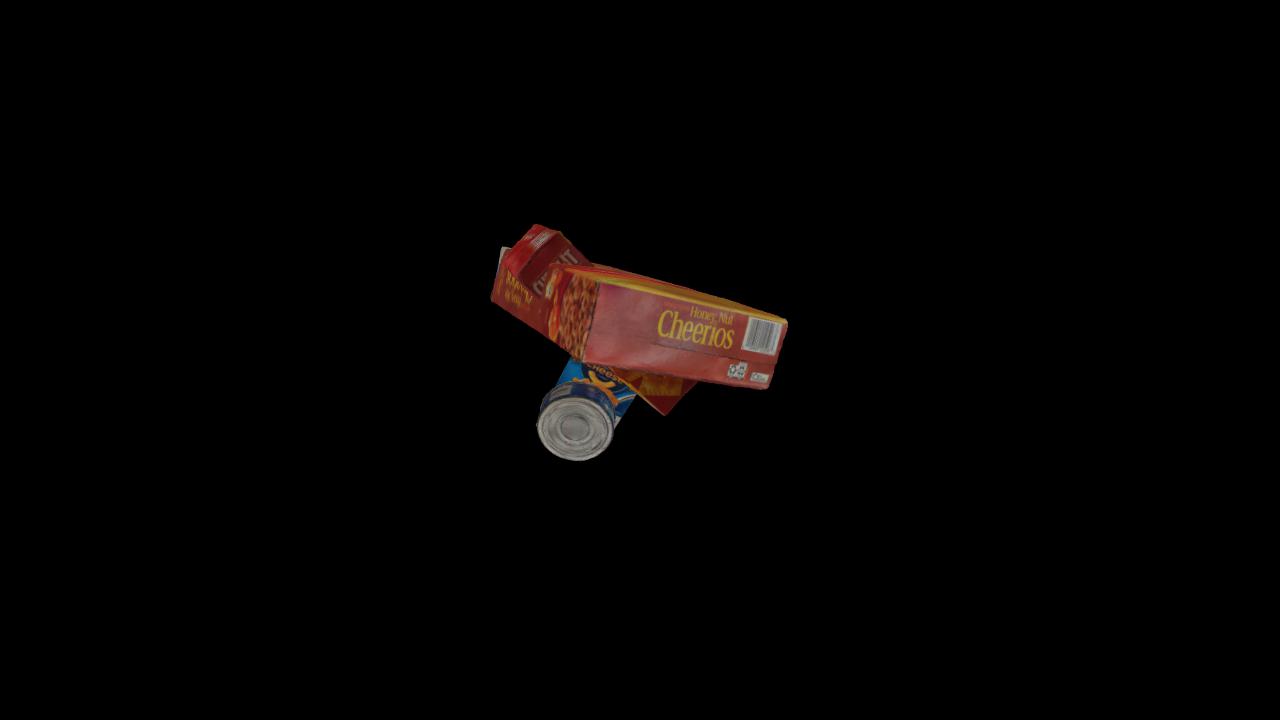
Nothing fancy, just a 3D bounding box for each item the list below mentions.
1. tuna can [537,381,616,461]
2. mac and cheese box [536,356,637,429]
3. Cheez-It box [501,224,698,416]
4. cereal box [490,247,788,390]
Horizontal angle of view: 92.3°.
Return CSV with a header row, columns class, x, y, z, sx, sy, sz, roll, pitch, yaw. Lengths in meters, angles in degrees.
class,x,y,z,sx,sy,sz,roll,pitch,yaw
tuna can,-0.069,0.067,0.667,0.084,0.084,0.034,0,25,0
mac and cheese box,-0.053,0.033,0.751,0.093,0.184,0.041,29,37,-3
Cheez-It box,-0.049,-0.049,0.692,0.223,0.071,0.166,44,-3,-22
cereal box,-0.021,-0.055,0.658,0.203,0.081,0.306,9,11,-29
